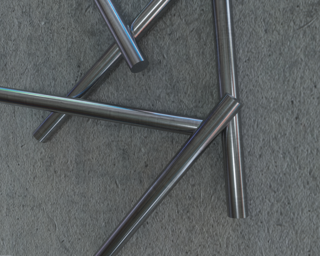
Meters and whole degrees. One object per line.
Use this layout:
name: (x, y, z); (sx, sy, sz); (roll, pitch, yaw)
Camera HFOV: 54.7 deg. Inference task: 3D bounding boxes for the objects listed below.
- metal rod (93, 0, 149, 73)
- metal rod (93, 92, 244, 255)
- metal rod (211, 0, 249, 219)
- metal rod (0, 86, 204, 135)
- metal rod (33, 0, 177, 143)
metal rod: (-0.092, -0.202, 0.424); (0.025, 0.025, 0.299); (-33, 73, 17)
metal rod: (-0.002, 0.080, 0.395); (0.025, 0.025, 0.299); (42, 108, 15)
metal rod: (0.084, -0.043, 0.379); (0.025, 0.025, 0.298); (-5, 88, 20)
metal rod: (-0.088, -0.024, 0.419); (0.301, 0.025, 0.025); (10, 93, 12)
metal rod: (-0.079, -0.087, 0.436); (0.299, 0.025, 0.025); (-44, 77, 14)
